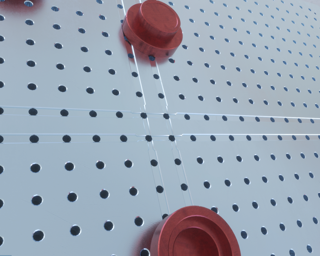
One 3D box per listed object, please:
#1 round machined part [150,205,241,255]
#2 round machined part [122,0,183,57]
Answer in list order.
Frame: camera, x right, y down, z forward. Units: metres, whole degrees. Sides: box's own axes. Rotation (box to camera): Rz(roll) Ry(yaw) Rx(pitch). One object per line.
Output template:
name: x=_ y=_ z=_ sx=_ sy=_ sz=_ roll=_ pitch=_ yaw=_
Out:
round machined part: x=0.034 y=0.137 z=0.332 sx=0.099 sy=0.042 sz=0.098 roll=13 pitch=56 yaw=-21
round machined part: x=-0.007 y=-0.164 z=0.493 sx=0.099 sy=0.042 sz=0.098 roll=13 pitch=56 yaw=-21
